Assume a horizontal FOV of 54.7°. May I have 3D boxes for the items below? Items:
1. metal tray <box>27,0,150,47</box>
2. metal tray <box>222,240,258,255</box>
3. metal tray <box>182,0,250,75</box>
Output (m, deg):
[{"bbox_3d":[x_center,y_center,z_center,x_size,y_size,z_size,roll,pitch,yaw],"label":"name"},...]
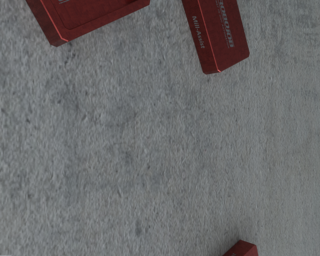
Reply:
[{"bbox_3d":[-0.079,-0.155,0.335,0.131,0.030,0.090,-39,114,-33],"label":"metal tray"},{"bbox_3d":[0.115,0.256,0.502,0.131,0.030,0.089,-22,104,-38],"label":"metal tray"},{"bbox_3d":[0.088,-0.158,0.477,0.091,0.030,0.129,-31,110,-36],"label":"metal tray"}]
